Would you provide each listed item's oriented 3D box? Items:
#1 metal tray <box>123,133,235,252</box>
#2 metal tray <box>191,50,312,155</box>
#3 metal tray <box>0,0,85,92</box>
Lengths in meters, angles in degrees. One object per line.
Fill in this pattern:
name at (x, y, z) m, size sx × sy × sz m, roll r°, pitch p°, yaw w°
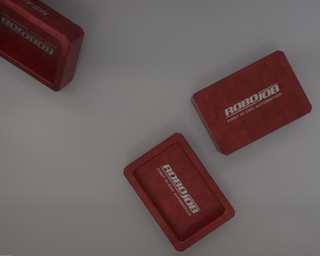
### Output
metal tray at (0.025, 0.082, 0.408) m, size 0.090 × 0.030 × 0.130 m, roll -35°, pitch 90°, yaw 0°
metal tray at (0.118, -0.032, 0.410) m, size 0.130 × 0.030 × 0.090 m, roll -28°, pitch 90°, yaw 0°
metal tray at (-0.164, -0.114, 0.379) m, size 0.130 × 0.089 × 0.030 m, roll 33°, pitch 46°, yaw 0°
